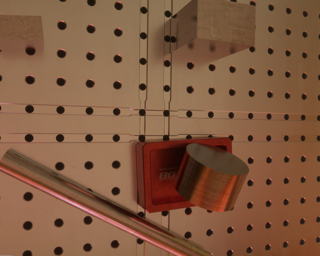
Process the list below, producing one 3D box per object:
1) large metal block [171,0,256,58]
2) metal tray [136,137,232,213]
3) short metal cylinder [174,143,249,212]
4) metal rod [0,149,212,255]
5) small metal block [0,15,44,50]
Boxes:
[{"bbox_3d":[0.067,-0.129,0.409,0.081,0.080,0.050,1,90,-20],"label":"large metal block"},{"bbox_3d":[0.036,0.060,0.424,0.131,0.030,0.089,-3,91,-21],"label":"metal tray"},{"bbox_3d":[0.063,0.059,0.387,0.081,0.080,0.050,11,109,-20],"label":"short metal cylinder"},{"bbox_3d":[-0.056,0.111,0.392,0.301,0.025,0.025,32,79,-18],"label":"metal rod"},{"bbox_3d":[-0.156,-0.104,0.342,0.050,0.050,0.025,-6,92,-20],"label":"small metal block"}]
